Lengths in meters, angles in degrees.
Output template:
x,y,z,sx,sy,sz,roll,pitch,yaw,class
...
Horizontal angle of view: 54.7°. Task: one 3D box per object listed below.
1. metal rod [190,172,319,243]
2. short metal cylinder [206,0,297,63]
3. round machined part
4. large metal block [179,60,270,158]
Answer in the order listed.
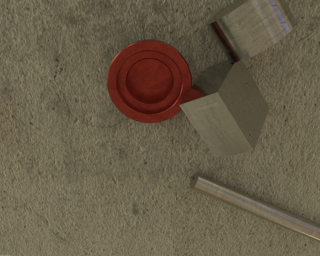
x,y,z,sx,sy,sz,roll,pitch,yaw,class
0.185,0.135,0.461,0.301,0.025,0.025,24,108,-9,metal rod
0.098,-0.116,0.339,0.080,0.080,0.050,-33,107,11,short metal cylinder
-0.012,-0.058,0.379,0.099,0.042,0.097,0,110,0,round machined part
0.079,-0.025,0.362,0.050,0.080,0.080,-16,118,42,large metal block
